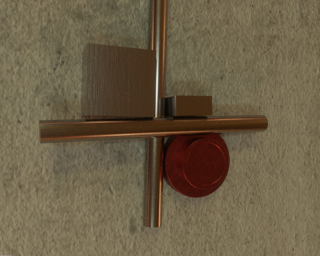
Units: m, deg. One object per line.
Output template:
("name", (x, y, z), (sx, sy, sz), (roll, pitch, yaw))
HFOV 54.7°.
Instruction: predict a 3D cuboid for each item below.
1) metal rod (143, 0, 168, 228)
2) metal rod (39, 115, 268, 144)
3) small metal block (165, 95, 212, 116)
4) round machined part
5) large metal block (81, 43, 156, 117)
("metal rod", (-0.006, -0.022, 0.409), (0.025, 0.025, 0.298), (2, 89, -20))
("metal rod", (0.011, -0.001, 0.389), (0.303, 0.025, 0.025), (-2, 91, -24))
("small metal block", (0.035, -0.028, 0.411), (0.050, 0.050, 0.025), (-2, 91, -20))
("round machined part", (0.054, 0.047, 0.421), (0.099, 0.042, 0.097), (0, 90, -21))
("large metal block", (-0.051, -0.053, 0.378), (0.081, 0.050, 0.079), (1, 90, -21))
